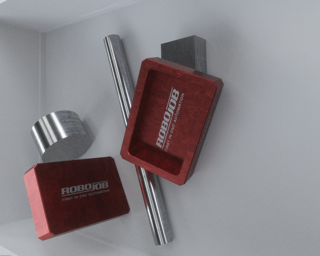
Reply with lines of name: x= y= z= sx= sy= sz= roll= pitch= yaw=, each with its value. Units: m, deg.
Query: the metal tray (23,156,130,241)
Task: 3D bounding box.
metal tray: x=-0.109 y=0.090 z=0.426 sx=0.030 sy=0.131 sz=0.090 roll=-32 pitch=70 yaw=35

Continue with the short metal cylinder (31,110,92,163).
short metal cylinder: x=-0.158 y=0.017 z=0.498 sx=0.080 sy=0.081 sz=0.050 roll=-48 pitch=62 yaw=29

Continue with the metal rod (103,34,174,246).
metal rod: x=-0.033 y=0.007 z=0.431 sx=0.025 sy=0.025 sz=0.299 roll=-25 pitch=75 yaw=37

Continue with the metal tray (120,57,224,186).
metal tray: x=0.010 y=-0.008 z=0.365 sx=0.090 sy=0.030 sz=0.129 roll=23 pitch=112 yaw=18

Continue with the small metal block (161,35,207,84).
small metal block: x=0.029 y=-0.081 z=0.381 sx=0.050 sy=0.025 sz=0.050 roll=-3 pitch=88 yaw=39
